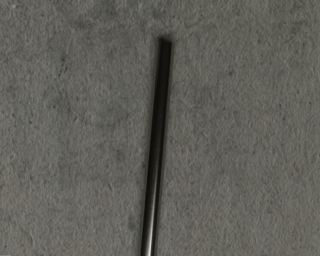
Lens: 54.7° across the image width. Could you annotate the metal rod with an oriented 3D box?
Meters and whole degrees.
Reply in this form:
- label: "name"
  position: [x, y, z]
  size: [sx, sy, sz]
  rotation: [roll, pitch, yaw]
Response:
- label: "metal rod"
  position: [-0.006, 0.037, 0.409]
  size: [0.025, 0.025, 0.298]
  rotation: [5, 90, -1]
